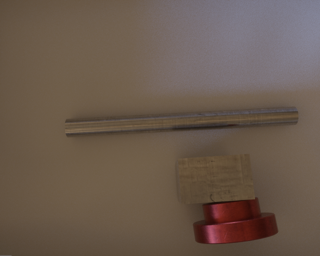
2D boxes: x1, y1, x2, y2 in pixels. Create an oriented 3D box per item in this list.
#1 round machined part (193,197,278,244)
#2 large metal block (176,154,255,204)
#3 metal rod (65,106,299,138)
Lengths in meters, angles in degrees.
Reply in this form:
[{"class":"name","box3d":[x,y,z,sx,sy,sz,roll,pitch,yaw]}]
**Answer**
[{"class":"round machined part","box3d":[0.089,0.110,0.378,0.099,0.098,0.042,-8,77,0]},{"class":"large metal block","box3d":[0.062,0.063,0.381,0.081,0.080,0.050,-4,79,-1]},{"class":"metal rod","box3d":[0.029,-0.008,0.411,0.302,0.025,0.025,-3,90,-1]}]
